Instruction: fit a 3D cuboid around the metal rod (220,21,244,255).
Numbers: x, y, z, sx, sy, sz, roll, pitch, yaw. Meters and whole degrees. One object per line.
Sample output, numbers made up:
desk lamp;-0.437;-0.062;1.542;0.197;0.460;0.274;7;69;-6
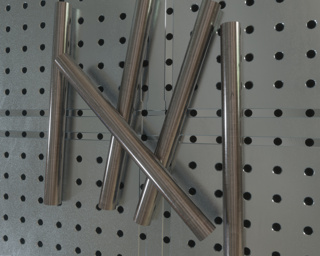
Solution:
metal rod;0.089;0.022;0.380;0.025;0.025;0.298;-1;90;19

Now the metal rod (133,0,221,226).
metal rod;0.020;-0.015;0.404;0.025;0.025;0.298;20;96;18

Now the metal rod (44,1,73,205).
metal rod;-0.153;-0.035;0.464;0.025;0.025;0.298;4;91;19

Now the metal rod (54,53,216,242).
metal rod;-0.040;0.015;0.397;0.025;0.025;0.300;-44;77;14

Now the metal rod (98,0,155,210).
metal rod;-0.046;-0.034;0.427;0.025;0.025;0.298;12;94;19
